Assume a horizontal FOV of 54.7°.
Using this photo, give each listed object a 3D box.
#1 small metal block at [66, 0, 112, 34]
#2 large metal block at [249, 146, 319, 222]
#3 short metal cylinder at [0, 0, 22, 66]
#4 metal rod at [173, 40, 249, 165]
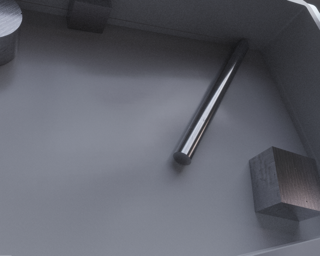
[{"bbox_3d":[-0.101,-0.163,0.436,0.050,0.050,0.025,1,62,-28],"label":"small metal block"},{"bbox_3d":[0.179,0.081,0.439,0.081,0.050,0.080,16,55,-19],"label":"large metal block"},{"bbox_3d":[-0.202,-0.116,0.351,0.081,0.050,0.080,14,56,-21],"label":"short metal cylinder"},{"bbox_3d":[0.093,-0.058,0.493,0.025,0.025,0.301,37,51,-4],"label":"metal rod"}]
